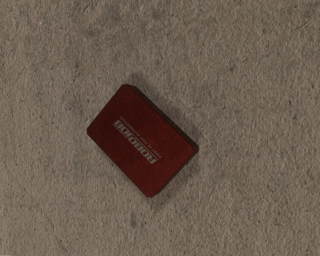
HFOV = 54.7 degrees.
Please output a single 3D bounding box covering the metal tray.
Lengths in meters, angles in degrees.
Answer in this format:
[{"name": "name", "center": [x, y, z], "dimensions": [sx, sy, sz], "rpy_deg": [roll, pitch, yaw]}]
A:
[{"name": "metal tray", "center": [-0.025, 0.016, 0.414], "dimensions": [0.130, 0.030, 0.090], "rpy_deg": [44, 103, 14]}]
